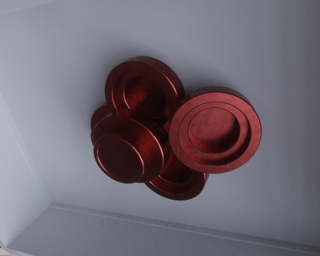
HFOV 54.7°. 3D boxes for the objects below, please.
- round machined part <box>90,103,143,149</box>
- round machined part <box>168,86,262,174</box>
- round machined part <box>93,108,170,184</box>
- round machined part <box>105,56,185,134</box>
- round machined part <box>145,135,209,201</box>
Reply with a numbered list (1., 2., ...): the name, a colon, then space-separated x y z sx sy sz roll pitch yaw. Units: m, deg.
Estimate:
1. round machined part: -0.056 0.012 0.428 0.098 0.042 0.097 13 124 20
2. round machined part: 0.060 -0.001 0.349 0.099 0.042 0.097 2 114 4
3. round machined part: -0.041 0.029 0.377 0.098 0.042 0.097 13 124 20
4. round machined part: -0.014 -0.040 0.377 0.098 0.042 0.097 13 124 20
5. round machined part: 0.019 0.045 0.412 0.098 0.042 0.097 13 124 20
